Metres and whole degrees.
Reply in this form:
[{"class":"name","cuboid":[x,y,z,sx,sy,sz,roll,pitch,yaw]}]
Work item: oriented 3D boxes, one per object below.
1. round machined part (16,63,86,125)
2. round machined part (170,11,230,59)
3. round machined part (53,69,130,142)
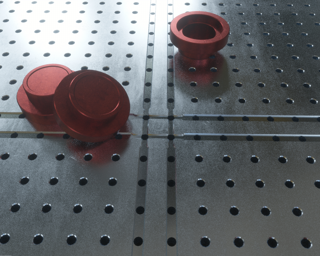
[{"class":"round machined part","cuboid":[-0.154,-0.055,0.442,0.099,0.042,0.098,0,50,0]},{"class":"round machined part","cuboid":[0.066,-0.154,0.527,0.099,0.042,0.098,0,50,0]},{"class":"round machined part","cuboid":[-0.085,-0.034,0.400,0.099,0.042,0.098,10,64,-21]}]
